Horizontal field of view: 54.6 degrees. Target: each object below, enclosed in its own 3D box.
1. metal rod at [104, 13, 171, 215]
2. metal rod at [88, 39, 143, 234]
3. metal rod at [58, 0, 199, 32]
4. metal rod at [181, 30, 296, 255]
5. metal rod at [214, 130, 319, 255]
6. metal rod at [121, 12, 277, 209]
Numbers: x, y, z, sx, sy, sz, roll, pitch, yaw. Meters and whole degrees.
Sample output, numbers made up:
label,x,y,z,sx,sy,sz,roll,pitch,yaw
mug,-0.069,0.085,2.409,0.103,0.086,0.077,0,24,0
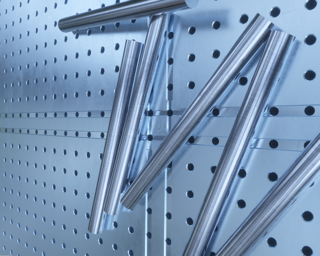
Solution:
label,x,y,z,sx,sy,sz,roll,pitch,yaw
metal rod,-0.035,-0.015,0.439,0.025,0.025,0.298,25,106,37
metal rod,-0.069,0.020,0.467,0.025,0.025,0.298,22,104,38
metal rod,-0.068,-0.163,0.444,0.300,0.025,0.025,11,97,46
metal rod,0.077,0.043,0.346,0.025,0.025,0.298,30,108,36
metal rod,0.090,0.122,0.335,0.025,0.025,0.298,45,117,31
metal rod,0.032,-0.002,0.383,0.025,0.025,0.298,50,119,28
